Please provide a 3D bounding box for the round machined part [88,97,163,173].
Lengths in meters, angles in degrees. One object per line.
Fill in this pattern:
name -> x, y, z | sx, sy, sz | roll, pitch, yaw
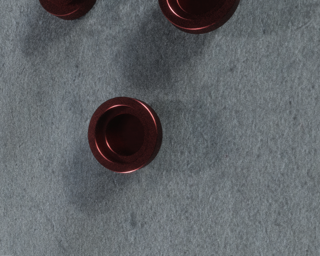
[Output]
round machined part -> -0.043, 0.008, 0.414 | 0.098, 0.042, 0.097 | 0, 90, 19

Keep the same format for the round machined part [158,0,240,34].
round machined part -> 0.051, -0.164, 0.382 | 0.098, 0.042, 0.097 | 0, 90, 19

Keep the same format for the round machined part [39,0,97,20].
round machined part -> -0.140, -0.211, 0.448 | 0.098, 0.042, 0.097 | 0, 90, 19
